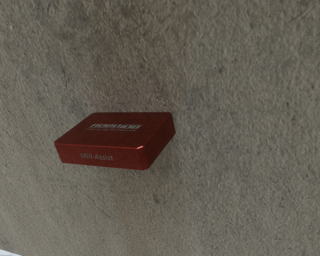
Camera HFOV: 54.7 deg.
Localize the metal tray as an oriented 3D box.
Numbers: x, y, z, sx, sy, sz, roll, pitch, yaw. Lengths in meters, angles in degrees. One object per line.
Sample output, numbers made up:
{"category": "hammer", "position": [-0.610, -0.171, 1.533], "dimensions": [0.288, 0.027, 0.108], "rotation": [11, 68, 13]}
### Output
{"category": "metal tray", "position": [-0.057, 0.012, 0.400], "dimensions": [0.130, 0.090, 0.030], "rotation": [1, 119, 27]}
